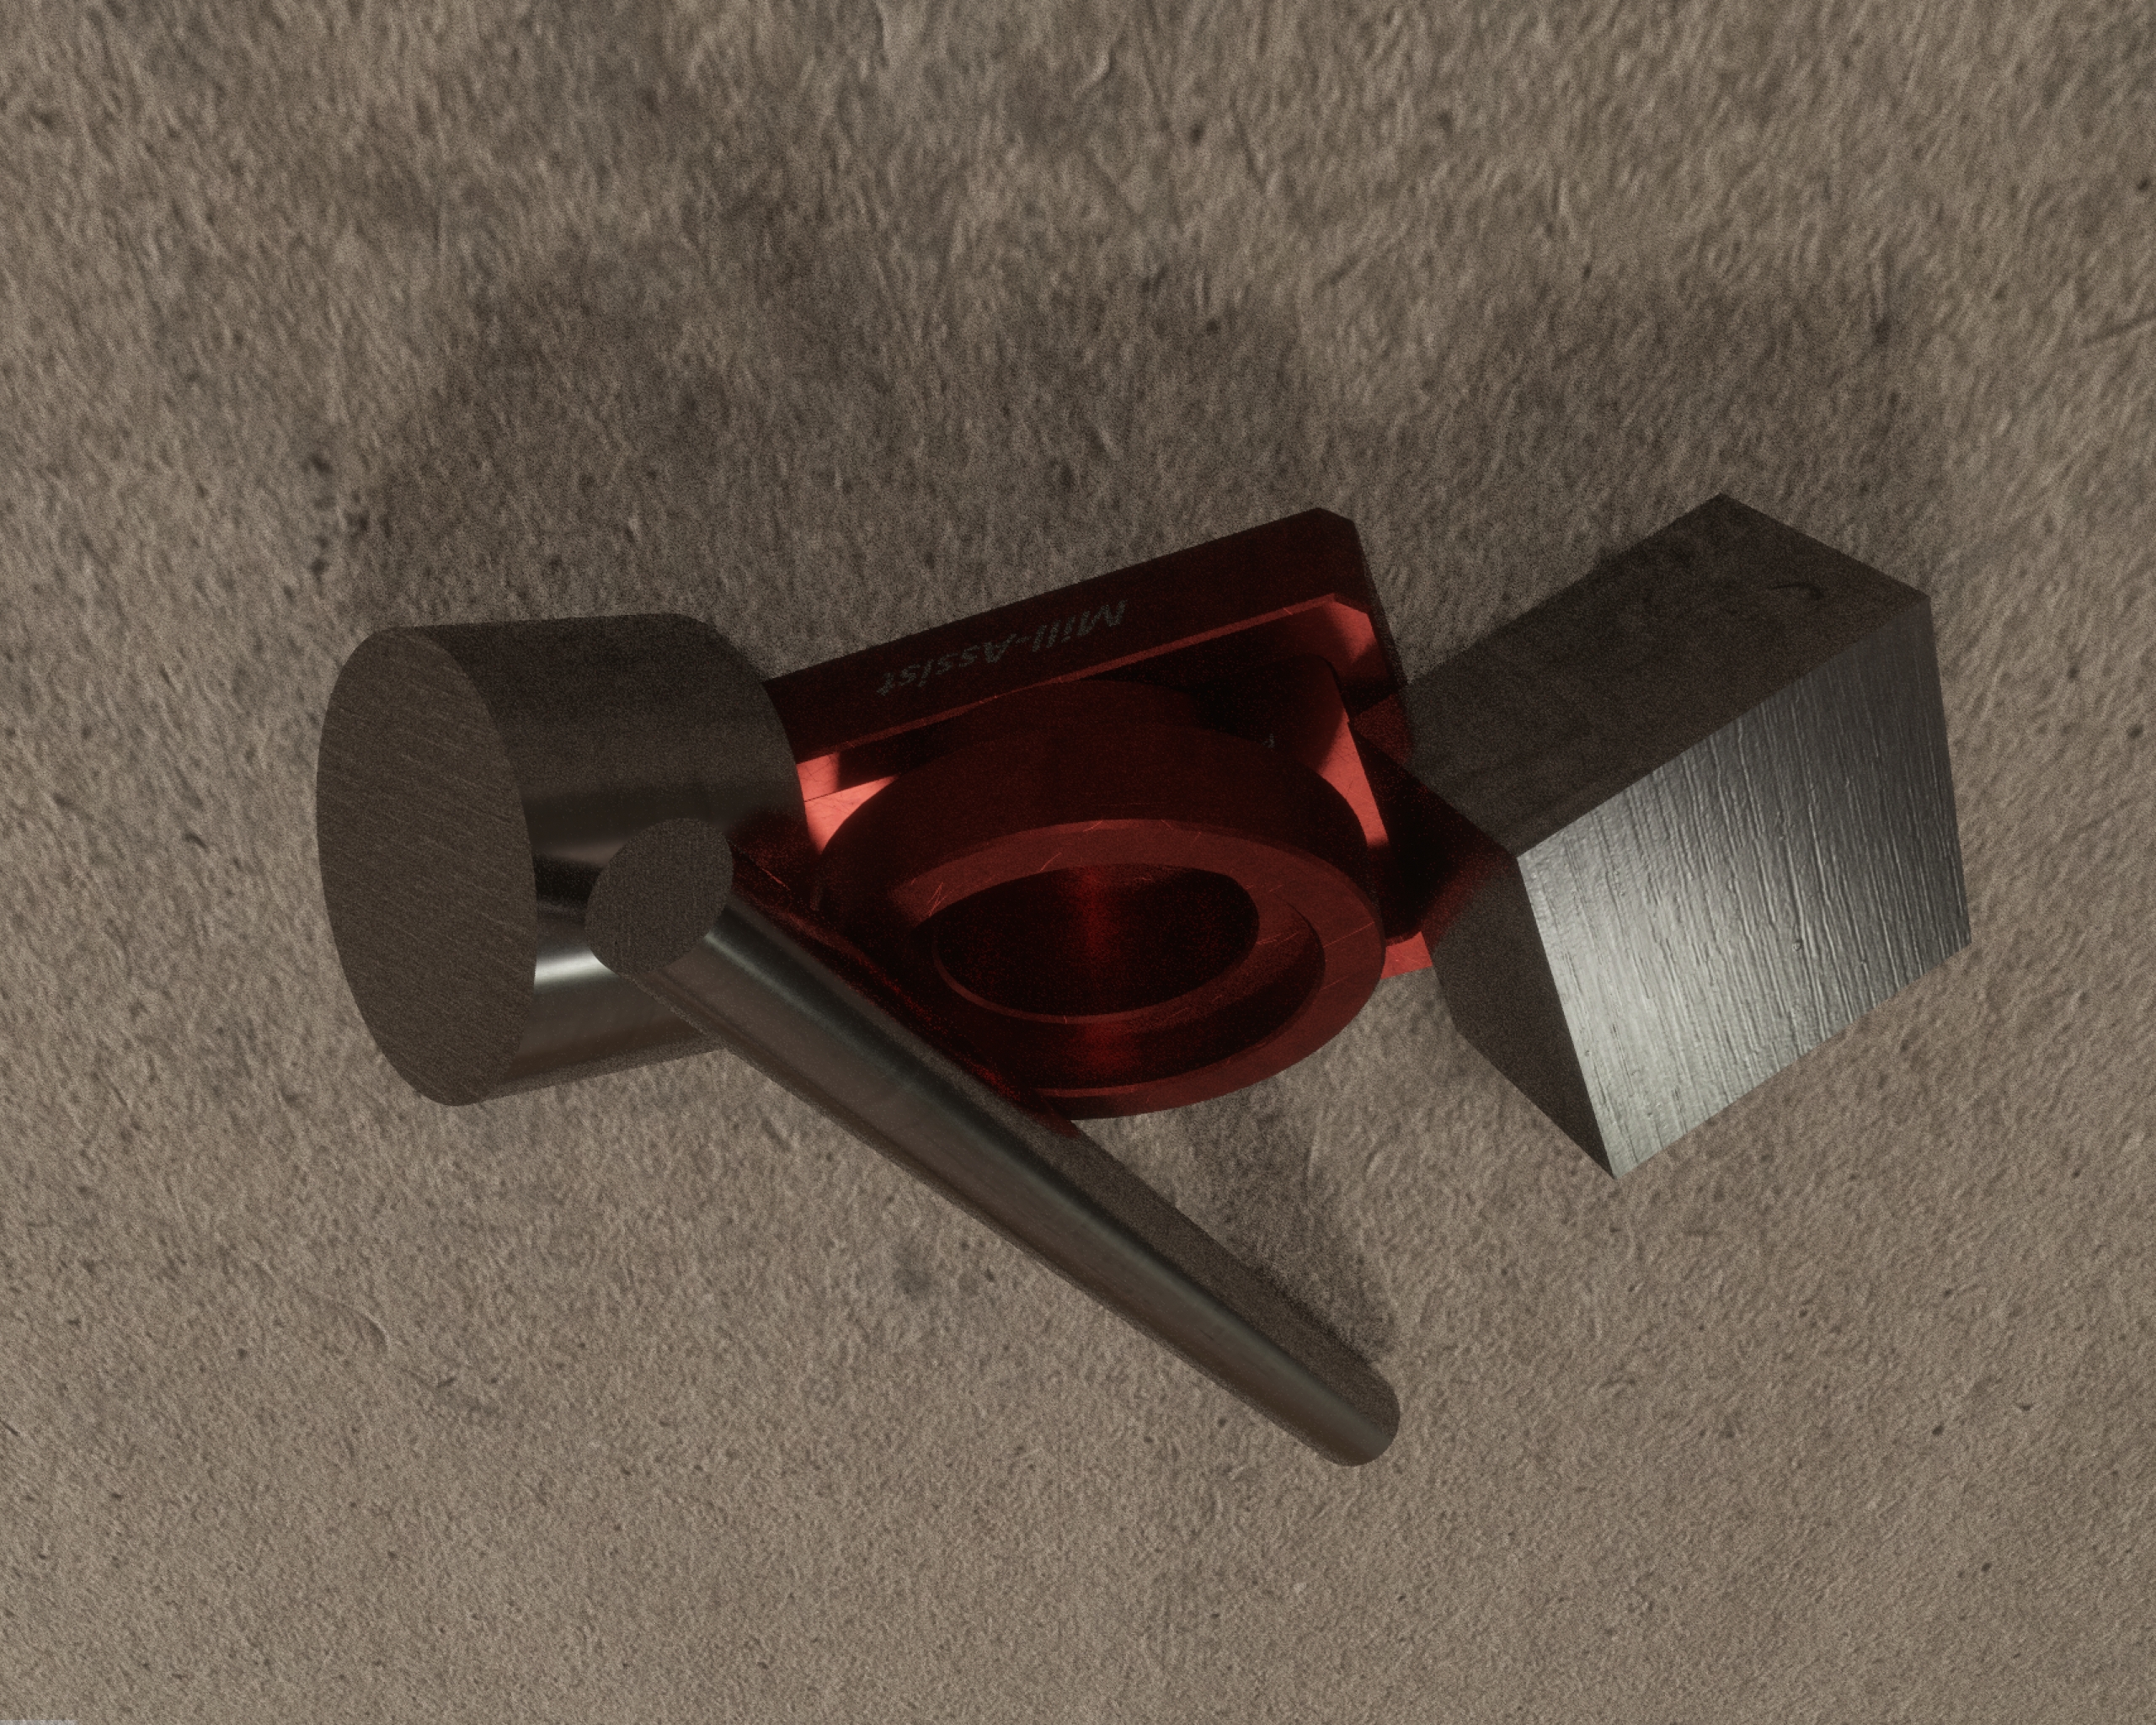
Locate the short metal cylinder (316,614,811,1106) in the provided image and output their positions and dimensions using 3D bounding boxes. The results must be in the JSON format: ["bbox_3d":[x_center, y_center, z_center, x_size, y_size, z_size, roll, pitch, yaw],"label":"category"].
[{"bbox_3d":[-0.090,-0.002,0.361,0.050,0.080,0.079,-10,142,-42],"label":"short metal cylinder"}]

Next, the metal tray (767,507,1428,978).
[{"bbox_3d":[0.002,-0.006,0.400,0.130,0.030,0.090,-16,129,12],"label":"metal tray"}]

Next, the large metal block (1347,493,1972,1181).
[{"bbox_3d":[0.104,-0.005,0.368,0.080,0.050,0.080,-32,128,-8],"label":"large metal block"}]

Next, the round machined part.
[{"bbox_3d":[0.002,0.005,0.370,0.099,0.042,0.098,-4,146,-3],"label":"round machined part"}]

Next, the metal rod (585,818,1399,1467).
[{"bbox_3d":[0.005,0.073,0.413,0.025,0.025,0.300,-21,144,17],"label":"metal rod"}]
